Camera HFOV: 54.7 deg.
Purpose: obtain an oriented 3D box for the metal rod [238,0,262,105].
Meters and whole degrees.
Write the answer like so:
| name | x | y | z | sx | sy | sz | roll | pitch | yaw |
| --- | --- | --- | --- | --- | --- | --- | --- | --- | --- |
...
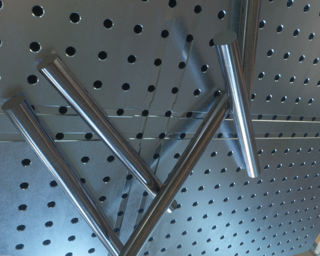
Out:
| name | x | y | z | sx | sy | sz | roll | pitch | yaw |
| --- | --- | --- | --- | --- | --- | --- | --- | --- | --- |
| metal rod | 0.112 | -0.147 | 0.383 | 0.025 | 0.025 | 0.298 | -18 | 126 | -19 |

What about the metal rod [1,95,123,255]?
| name | x | y | z | sx | sy | sz | roll | pitch | yaw |
| --- | --- | --- | --- | --- | --- | --- | --- | --- | --- |
| metal rod | -0.109 | 0.085 | 0.405 | 0.025 | 0.025 | 0.299 | -28 | 129 | -11 |

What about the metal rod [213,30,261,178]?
| name | x | y | z | sx | sy | sz | roll | pitch | yaw |
| --- | --- | --- | --- | --- | --- | --- | --- | --- | --- |
| metal rod | 0.119 | -0.010 | 0.443 | 0.025 | 0.025 | 0.299 | -35 | 138 | -5 |

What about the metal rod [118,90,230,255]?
| name | x | y | z | sx | sy | sz | roll | pitch | yaw |
| --- | --- | --- | --- | --- | --- | --- | --- | --- | --- |
| metal rod | 0.020 | 0.080 | 0.444 | 0.025 | 0.025 | 0.299 | 31 | 92 | -38 |

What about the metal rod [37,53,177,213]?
| name | x | y | z | sx | sy | sz | roll | pitch | yaw |
| --- | --- | --- | --- | --- | --- | --- | --- | --- | --- |
| metal rod | -0.048 | 0.030 | 0.404 | 0.025 | 0.025 | 0.299 | -37 | 130 | -4 |
